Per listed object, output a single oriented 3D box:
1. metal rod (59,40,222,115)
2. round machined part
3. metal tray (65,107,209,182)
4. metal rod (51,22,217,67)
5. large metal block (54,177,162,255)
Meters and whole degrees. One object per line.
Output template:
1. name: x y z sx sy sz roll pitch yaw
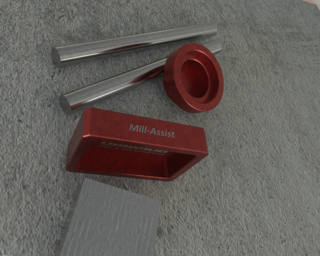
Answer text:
1. metal rod: -0.006 -0.085 0.453 0.302 0.025 0.025 -29 78 -38
2. round machined part: 0.044 -0.069 0.446 0.099 0.042 0.097 7 78 -37
3. metal tray: -0.026 0.024 0.334 0.131 0.090 0.030 10 58 -23
4. metal rod: -0.018 -0.135 0.477 0.302 0.025 0.025 -22 74 -36
5. large metal block: -0.051 0.104 0.298 0.080 0.050 0.080 21 54 -16
